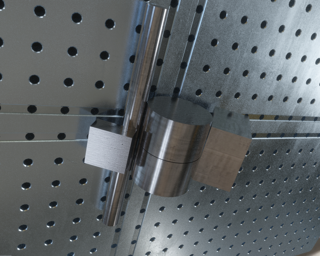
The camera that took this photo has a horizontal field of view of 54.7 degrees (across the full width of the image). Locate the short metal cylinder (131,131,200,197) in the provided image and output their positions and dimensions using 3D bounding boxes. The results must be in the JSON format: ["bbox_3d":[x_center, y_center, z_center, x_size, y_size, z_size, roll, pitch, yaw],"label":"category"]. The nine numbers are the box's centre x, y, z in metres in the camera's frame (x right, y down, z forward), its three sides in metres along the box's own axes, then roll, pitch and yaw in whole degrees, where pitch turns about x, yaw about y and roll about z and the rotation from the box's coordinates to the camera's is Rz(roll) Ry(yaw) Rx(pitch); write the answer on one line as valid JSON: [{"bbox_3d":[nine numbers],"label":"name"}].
[{"bbox_3d":[0.007,0.044,0.402,0.081,0.080,0.050,0,118,-29],"label":"short metal cylinder"}]

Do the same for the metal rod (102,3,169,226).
[{"bbox_3d":[-0.037,0.003,0.387,0.025,0.025,0.298,0,118,-29],"label":"metal rod"}]

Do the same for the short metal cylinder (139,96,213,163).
[{"bbox_3d":[0.019,0.000,0.380,0.081,0.080,0.050,0,118,-29],"label":"short metal cylinder"}]

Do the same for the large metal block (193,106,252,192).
[{"bbox_3d":[0.085,0.026,0.424,0.050,0.080,0.079,18,115,5],"label":"large metal block"}]

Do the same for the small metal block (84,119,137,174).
[{"bbox_3d":[-0.059,0.022,0.373,0.050,0.025,0.050,16,114,3],"label":"small metal block"}]
